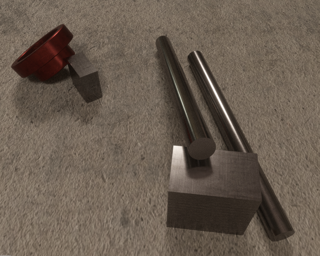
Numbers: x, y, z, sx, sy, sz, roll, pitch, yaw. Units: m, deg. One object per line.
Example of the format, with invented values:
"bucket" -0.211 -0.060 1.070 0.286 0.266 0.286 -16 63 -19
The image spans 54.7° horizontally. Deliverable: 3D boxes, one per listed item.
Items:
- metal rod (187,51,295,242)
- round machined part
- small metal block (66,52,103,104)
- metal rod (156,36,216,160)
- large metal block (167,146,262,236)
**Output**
"metal rod" 0.090 -0.003 0.406 0.025 0.025 0.300 -10 51 -9
"round machined part" -0.166 -0.106 0.460 0.098 0.042 0.098 -27 32 19
"small metal block" -0.109 -0.072 0.446 0.025 0.050 0.050 -27 55 -21
"metal rod" 0.021 -0.063 0.402 0.025 0.025 0.300 -5 33 -4
"large metal block" 0.050 0.065 0.313 0.080 0.080 0.050 5 50 4
